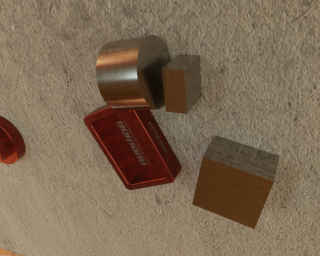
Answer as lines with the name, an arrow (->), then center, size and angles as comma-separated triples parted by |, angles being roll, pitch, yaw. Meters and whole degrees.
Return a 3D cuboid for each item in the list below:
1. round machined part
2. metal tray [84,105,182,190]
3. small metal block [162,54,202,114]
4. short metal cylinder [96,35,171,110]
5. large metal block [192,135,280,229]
round machined part -> -0.303, 0.028, 0.573 | 0.098, 0.042, 0.097 | 13, 124, 21
metal tray -> -0.038, 0.023, 0.437 | 0.090, 0.030, 0.130 | -18, 109, 35
small metal block -> 0.026, -0.050, 0.346 | 0.025, 0.050, 0.050 | 8, 122, 24
short metal cylinder -> -0.026, -0.060, 0.348 | 0.050, 0.080, 0.080 | 0, 119, 28
large metal block -> 0.092, 0.066, 0.383 | 0.080, 0.050, 0.079 | 18, 126, 17
